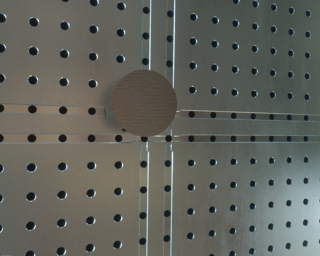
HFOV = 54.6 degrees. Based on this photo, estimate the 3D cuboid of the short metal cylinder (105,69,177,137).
[{"bbox_3d":[-0.025,-0.030,0.390,0.081,0.050,0.080,0,90,-20],"label":"short metal cylinder"}]
